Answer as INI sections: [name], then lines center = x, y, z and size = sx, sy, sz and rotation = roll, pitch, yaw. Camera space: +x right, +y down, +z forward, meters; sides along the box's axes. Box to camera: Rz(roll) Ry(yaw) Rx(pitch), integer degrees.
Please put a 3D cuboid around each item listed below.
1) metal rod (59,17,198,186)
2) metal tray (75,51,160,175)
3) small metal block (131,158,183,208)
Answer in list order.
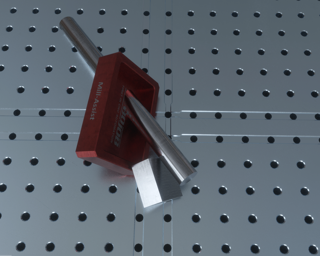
[metal rod]
center = -0.054, -0.050, 0.410
size = 0.025, 0.025, 0.300
rotation = -34, 67, -12
[metal tray]
center = -0.046, -0.015, 0.381
size = 0.030, 0.090, 0.130
rotation = -5, 66, 34
[small metal block]
center = -0.003, 0.064, 0.371
size = 0.025, 0.050, 0.050
rotation = -27, 73, 26
